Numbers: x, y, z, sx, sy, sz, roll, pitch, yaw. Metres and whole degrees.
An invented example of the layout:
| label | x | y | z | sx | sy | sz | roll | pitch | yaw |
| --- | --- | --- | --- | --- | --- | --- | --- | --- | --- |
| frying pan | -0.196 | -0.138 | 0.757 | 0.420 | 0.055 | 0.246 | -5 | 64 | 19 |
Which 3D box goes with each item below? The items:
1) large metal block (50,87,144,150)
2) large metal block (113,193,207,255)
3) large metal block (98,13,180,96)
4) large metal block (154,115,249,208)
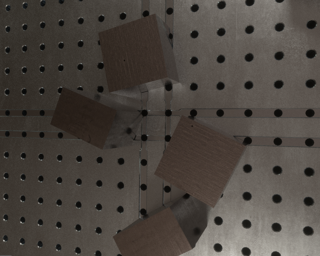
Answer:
| label | x | y | z | sx | sy | sz | roll | pitch | yaw |
| --- | --- | --- | --- | --- | --- | --- | --- | --- | --- |
| large metal block | -0.080 | -0.013 | 0.410 | 0.080 | 0.080 | 0.050 | 24 | 98 | 18 |
| large metal block | 0.003 | 0.127 | 0.381 | 0.080 | 0.080 | 0.050 | -32 | 80 | 17 |
| large metal block | -0.027 | -0.092 | 0.408 | 0.080 | 0.050 | 0.080 | -12 | 86 | 19 |
| large metal block | 0.052 | 0.038 | 0.381 | 0.080 | 0.050 | 0.080 | 27 | 99 | 17 |
